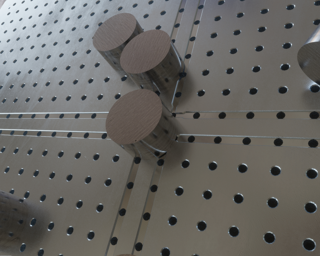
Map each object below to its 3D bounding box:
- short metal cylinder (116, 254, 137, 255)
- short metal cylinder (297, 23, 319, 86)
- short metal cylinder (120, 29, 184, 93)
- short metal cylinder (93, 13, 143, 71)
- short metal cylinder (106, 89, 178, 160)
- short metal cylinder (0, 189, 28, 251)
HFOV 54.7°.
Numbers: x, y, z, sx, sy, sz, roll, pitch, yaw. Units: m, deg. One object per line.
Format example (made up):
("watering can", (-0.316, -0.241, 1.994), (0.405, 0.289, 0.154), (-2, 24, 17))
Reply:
("short metal cylinder", (-0.025, 0.169, 0.301), (0.080, 0.050, 0.080), (-13, 56, 21))
("short metal cylinder", (0.193, -0.078, 0.319), (0.080, 0.080, 0.050), (32, 80, 38))
("short metal cylinder", (-0.011, -0.098, 0.458), (0.080, 0.050, 0.080), (-13, 56, 21))
("short metal cylinder", (-0.063, -0.142, 0.512), (0.080, 0.050, 0.080), (-13, 56, 21))
("short metal cylinder", (-0.023, -0.004, 0.407), (0.080, 0.050, 0.080), (-13, 56, 21))
("short metal cylinder", (-0.238, 0.128, 0.438), (0.080, 0.050, 0.080), (-13, 56, 21))
